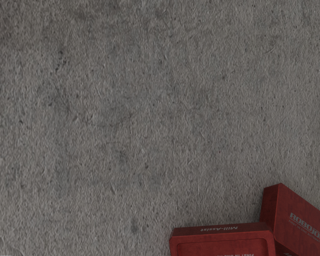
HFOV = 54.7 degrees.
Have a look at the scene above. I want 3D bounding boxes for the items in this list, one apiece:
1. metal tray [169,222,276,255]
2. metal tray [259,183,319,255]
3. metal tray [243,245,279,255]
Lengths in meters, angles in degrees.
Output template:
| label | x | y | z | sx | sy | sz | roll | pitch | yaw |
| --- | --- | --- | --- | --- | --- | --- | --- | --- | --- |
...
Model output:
| label | x | y | z | sx | sy | sz | roll | pitch | yaw |
| --- | --- | --- | --- | --- | --- | --- | --- | --- | --- |
| metal tray | 0.083 | 0.176 | 0.404 | 0.131 | 0.030 | 0.089 | -7 | 93 | 9 |
| metal tray | 0.207 | 0.153 | 0.461 | 0.130 | 0.030 | 0.090 | 35 | 52 | -16 |
| metal tray | 0.176 | 0.227 | 0.471 | 0.131 | 0.030 | 0.090 | 24 | 82 | -19 |
